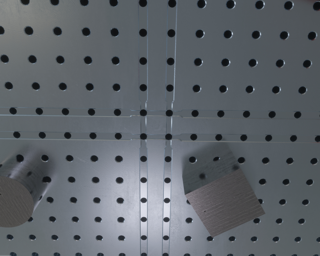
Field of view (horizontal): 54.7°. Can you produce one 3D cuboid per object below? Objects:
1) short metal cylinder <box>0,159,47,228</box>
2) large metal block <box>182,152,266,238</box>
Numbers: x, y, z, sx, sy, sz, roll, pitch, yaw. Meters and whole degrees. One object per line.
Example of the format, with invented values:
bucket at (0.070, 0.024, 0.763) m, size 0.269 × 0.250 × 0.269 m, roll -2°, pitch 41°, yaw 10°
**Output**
short metal cylinder at (-0.207, 0.090, 0.431) m, size 0.081 × 0.050 × 0.079 m, roll 0°, pitch 110°, yaw 0°
large metal block at (0.087, 0.093, 0.435) m, size 0.080 × 0.050 × 0.080 m, roll -28°, pitch 108°, yaw 10°
